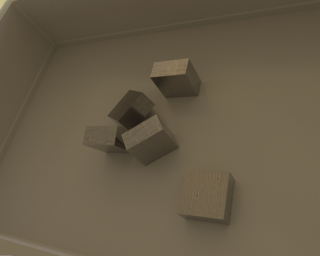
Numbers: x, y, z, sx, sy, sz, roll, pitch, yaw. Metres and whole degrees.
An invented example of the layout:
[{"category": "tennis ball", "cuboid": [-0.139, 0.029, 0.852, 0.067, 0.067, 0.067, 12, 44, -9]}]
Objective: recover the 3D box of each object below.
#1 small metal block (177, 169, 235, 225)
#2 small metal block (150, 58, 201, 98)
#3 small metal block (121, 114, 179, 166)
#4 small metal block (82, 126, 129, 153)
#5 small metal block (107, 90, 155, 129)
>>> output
[{"category": "small metal block", "cuboid": [0.050, 0.074, 0.334, 0.050, 0.025, 0.050, -1, 61, 28]}, {"category": "small metal block", "cuboid": [0.022, -0.066, 0.418, 0.050, 0.050, 0.025, -1, 62, 28]}, {"category": "small metal block", "cuboid": [-0.011, 0.016, 0.386, 0.050, 0.050, 0.025, -30, 52, 9]}, {"category": "small metal block", "cuboid": [-0.065, 0.016, 0.411, 0.050, 0.050, 0.025, -1, 74, 28]}, {"category": "small metal block", "cuboid": [-0.041, -0.025, 0.430, 0.050, 0.025, 0.050, -51, 27, -9]}]
